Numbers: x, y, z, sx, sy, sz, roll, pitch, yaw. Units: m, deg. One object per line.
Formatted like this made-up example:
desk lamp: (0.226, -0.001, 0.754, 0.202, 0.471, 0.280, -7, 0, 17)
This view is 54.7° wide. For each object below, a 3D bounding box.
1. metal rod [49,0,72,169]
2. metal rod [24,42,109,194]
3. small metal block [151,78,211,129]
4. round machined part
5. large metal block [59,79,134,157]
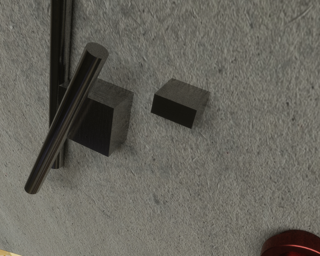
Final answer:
metal rod: (-0.148, -0.053, 0.449, 0.025, 0.025, 0.298, 25, 127, 12)
metal rod: (-0.138, 0.009, 0.418, 0.025, 0.025, 0.298, 40, 129, 1)
small metal block: (0.025, -0.030, 0.358, 0.050, 0.050, 0.025, 23, 127, 14)
round machined part: (0.184, 0.173, 0.406, 0.098, 0.042, 0.097, 13, 124, 20)
large metal block: (-0.088, -0.019, 0.423, 0.080, 0.050, 0.079, 23, 127, 14)
